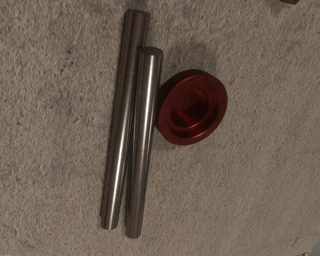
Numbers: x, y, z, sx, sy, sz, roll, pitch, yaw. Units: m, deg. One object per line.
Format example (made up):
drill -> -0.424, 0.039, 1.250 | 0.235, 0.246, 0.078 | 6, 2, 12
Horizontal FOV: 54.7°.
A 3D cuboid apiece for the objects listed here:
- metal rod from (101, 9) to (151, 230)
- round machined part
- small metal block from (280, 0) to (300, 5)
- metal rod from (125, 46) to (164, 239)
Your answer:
metal rod -> -0.048, 0.010, 0.387 | 0.025, 0.025, 0.298 | -3, 120, -27
round machined part -> 0.034, -0.029, 0.398 | 0.099, 0.042, 0.097 | -14, 125, -21
small metal block -> 0.167, -0.191, 0.382 | 0.050, 0.025, 0.050 | -47, 130, 4
metal rod -> -0.025, 0.042, 0.403 | 0.025, 0.025, 0.298 | -10, 128, -24
